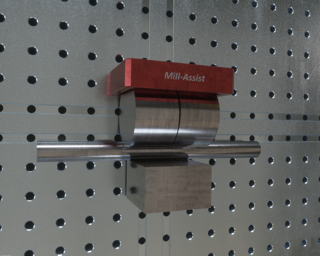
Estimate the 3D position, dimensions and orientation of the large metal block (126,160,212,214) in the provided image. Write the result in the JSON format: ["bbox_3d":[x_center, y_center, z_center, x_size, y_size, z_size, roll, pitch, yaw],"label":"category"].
[{"bbox_3d":[0.008,0.067,0.382,0.081,0.080,0.050,1,90,-20],"label":"large metal block"}]

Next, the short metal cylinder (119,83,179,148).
[{"bbox_3d":[-0.016,-0.016,0.375,0.050,0.080,0.079,1,90,-20],"label":"short metal cylinder"}]

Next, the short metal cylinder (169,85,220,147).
[{"bbox_3d":[0.033,-0.016,0.393,0.050,0.080,0.079,2,90,-20],"label":"short metal cylinder"}]

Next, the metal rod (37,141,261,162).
[{"bbox_3d":[0.000,0.029,0.409,0.303,0.025,0.025,1,90,-20],"label":"metal rod"}]

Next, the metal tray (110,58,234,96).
[{"bbox_3d":[0.012,-0.056,0.378,0.131,0.090,0.030,1,90,-20],"label":"metal tray"}]
